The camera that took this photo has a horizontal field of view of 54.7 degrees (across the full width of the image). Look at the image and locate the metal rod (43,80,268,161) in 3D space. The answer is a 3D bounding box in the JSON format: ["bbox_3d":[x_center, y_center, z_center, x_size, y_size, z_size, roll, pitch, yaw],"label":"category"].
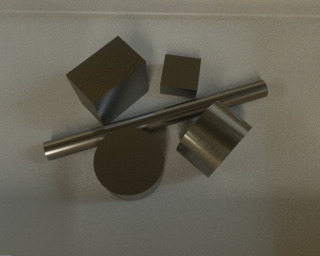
[{"bbox_3d":[0.000,-0.013,0.413,0.302,0.025,0.025,-16,71,-7],"label":"metal rod"}]

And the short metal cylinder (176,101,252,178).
[{"bbox_3d":[0.065,0.014,0.375,0.050,0.080,0.080,41,75,13],"label":"short metal cylinder"}]

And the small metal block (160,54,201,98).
[{"bbox_3d":[0.029,-0.073,0.435,0.050,0.025,0.050,8,70,2],"label":"small metal block"}]

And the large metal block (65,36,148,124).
[{"bbox_3d":[-0.063,-0.057,0.400,0.080,0.080,0.050,-42,76,-14],"label":"large metal block"}]

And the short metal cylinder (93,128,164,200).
[{"bbox_3d":[-0.036,0.045,0.377,0.081,0.050,0.080,0,70,0],"label":"short metal cylinder"}]
